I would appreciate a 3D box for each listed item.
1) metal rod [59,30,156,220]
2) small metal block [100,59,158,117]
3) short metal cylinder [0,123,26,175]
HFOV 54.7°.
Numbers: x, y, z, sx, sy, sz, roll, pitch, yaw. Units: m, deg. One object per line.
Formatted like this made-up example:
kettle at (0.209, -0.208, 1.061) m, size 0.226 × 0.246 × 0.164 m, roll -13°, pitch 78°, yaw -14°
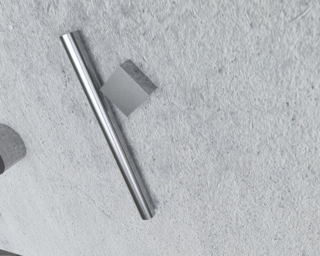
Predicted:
metal rod at (-0.067, 0.010, 0.446) m, size 0.025 × 0.025 × 0.298 m, roll -7°, pitch 115°, yaw 31°
small metal block at (-0.040, -0.050, 0.396) m, size 0.050 × 0.025 × 0.050 m, roll 45°, pitch 129°, yaw -4°
short metal cylinder at (-0.296, 0.038, 0.567) m, size 0.080 × 0.050 × 0.079 m, roll 13°, pitch 124°, yaw 20°
